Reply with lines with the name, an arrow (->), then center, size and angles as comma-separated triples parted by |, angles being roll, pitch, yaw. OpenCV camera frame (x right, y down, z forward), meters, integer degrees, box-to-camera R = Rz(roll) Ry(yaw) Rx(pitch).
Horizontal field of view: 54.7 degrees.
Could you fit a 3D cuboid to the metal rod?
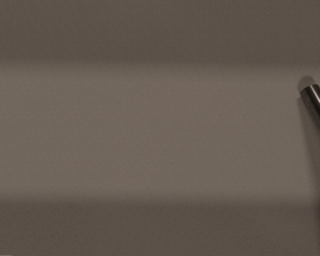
metal rod -> 0.237, 0.078, 0.350 | 0.025, 0.025, 0.299 | -15, 64, 0
